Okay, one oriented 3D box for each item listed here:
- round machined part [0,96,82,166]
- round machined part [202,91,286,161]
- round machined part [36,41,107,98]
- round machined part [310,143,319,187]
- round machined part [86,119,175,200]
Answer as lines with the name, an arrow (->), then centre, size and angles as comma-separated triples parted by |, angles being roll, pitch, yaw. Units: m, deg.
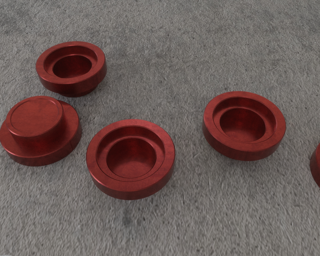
round machined part -> -0.153, -0.003, 0.394 | 0.099, 0.042, 0.098 | 0, 50, 0
round machined part -> 0.102, 0.002, 0.391 | 0.099, 0.042, 0.098 | 0, 50, 0
round machined part -> -0.128, -0.083, 0.461 | 0.099, 0.042, 0.098 | 0, 50, 0
round machined part -> 0.232, 0.043, 0.358 | 0.099, 0.042, 0.098 | 0, 50, 0
round machined part -> -0.032, 0.039, 0.359 | 0.099, 0.042, 0.098 | 0, 50, 0
